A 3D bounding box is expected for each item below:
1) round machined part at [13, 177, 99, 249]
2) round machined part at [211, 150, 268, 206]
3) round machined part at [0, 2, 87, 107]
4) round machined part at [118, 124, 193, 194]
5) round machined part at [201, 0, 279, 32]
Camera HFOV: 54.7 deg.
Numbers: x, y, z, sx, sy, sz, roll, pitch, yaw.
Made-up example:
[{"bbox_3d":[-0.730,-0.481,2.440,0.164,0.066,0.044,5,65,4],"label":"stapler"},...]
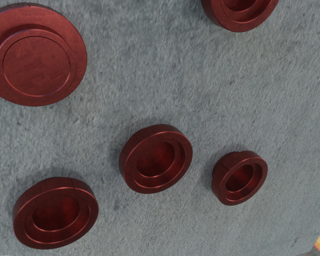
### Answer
[{"bbox_3d":[-0.131,0.100,0.388,0.099,0.042,0.097,-14,125,-21],"label":"round machined part"},{"bbox_3d":[0.126,0.078,0.516,0.099,0.042,0.097,-14,125,-21],"label":"round machined part"},{"bbox_3d":[-0.118,-0.064,0.293,0.099,0.042,0.097,-14,125,-21],"label":"round machined part"},{"bbox_3d":[-0.009,0.037,0.416,0.099,0.042,0.097,-14,125,-21],"label":"round machined part"},{"bbox_3d":[0.086,-0.161,0.345,0.099,0.042,0.097,-14,125,-21],"label":"round machined part"}]
